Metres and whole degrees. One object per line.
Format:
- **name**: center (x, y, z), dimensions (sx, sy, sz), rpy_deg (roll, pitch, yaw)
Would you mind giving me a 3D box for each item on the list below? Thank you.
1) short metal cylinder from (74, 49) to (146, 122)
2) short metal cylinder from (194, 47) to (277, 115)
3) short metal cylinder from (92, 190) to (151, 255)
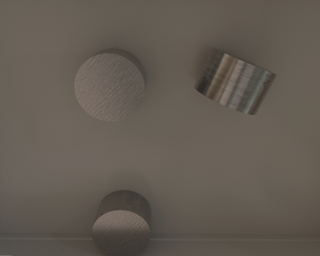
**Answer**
- **short metal cylinder**: center (-0.058, -0.053, 0.377), dimensions (0.081, 0.050, 0.079), rpy_deg (0, 110, -1)
- **short metal cylinder**: center (0.087, -0.056, 0.363), dimensions (0.080, 0.080, 0.050), rpy_deg (20, 109, -8)
- **short metal cylinder**: center (-0.053, 0.138, 0.448), dimensions (0.081, 0.050, 0.079), rpy_deg (0, 110, -1)
